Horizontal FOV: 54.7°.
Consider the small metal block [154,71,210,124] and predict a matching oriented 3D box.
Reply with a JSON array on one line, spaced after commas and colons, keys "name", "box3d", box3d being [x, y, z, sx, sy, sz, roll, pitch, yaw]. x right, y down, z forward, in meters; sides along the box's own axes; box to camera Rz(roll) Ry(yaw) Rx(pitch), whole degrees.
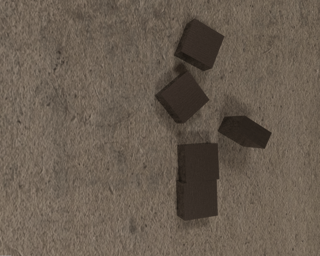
[{"name": "small metal block", "box3d": [0.030, -0.041, 0.421, 0.050, 0.025, 0.050, -42, 104, -15]}]

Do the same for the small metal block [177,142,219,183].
[{"name": "small metal block", "box3d": [0.053, 0.047, 0.430, 0.050, 0.025, 0.050, -3, 91, -20]}]

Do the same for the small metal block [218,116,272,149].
[{"name": "small metal block", "box3d": [0.120, 0.006, 0.442, 0.050, 0.050, 0.025, 29, 80, -18]}]

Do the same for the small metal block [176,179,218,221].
[{"name": "small metal block", "box3d": [0.051, 0.097, 0.429, 0.050, 0.025, 0.050, -2, 91, -20]}]

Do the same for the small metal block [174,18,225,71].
[{"name": "small metal block", "box3d": [0.055, -0.114, 0.430, 0.050, 0.025, 0.050, 24, 82, -19]}]
